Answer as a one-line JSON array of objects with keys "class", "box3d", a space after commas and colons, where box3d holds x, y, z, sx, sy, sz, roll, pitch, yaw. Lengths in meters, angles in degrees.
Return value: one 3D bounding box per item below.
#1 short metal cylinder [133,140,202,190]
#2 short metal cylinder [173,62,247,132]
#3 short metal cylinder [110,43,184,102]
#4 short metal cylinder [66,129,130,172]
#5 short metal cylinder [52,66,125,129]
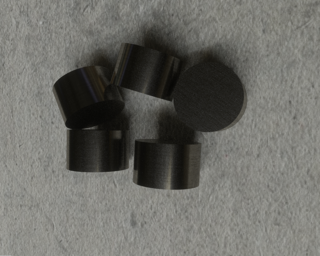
[{"class": "short metal cylinder", "box3d": [0.009, 0.041, 0.376, 0.080, 0.080, 0.050, 3, 91, 19]}, {"class": "short metal cylinder", "box3d": [0.062, -0.035, 0.373, 0.080, 0.050, 0.079, 0, 90, 19]}, {"class": "short metal cylinder", "box3d": [-0.016, -0.068, 0.385, 0.080, 0.080, 0.050, 19, 96, 18]}, {"class": "short metal cylinder", "box3d": [-0.081, 0.027, 0.407, 0.080, 0.080, 0.050, 1, 91, 19]}, {"class": "short metal cylinder", "box3d": [-0.093, -0.038, 0.409, 0.080, 0.080, 0.050, -29, 75, 17]}]
